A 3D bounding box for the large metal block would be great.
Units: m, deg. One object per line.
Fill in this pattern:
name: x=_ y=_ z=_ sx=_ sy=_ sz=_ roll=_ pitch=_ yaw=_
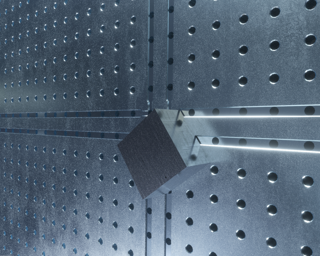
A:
large metal block: x=0.003 y=0.032 z=0.392 sx=0.080 sy=0.050 sz=0.080 roll=-42 pitch=64 yaw=32
